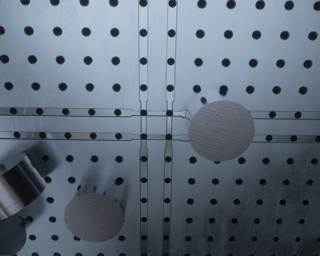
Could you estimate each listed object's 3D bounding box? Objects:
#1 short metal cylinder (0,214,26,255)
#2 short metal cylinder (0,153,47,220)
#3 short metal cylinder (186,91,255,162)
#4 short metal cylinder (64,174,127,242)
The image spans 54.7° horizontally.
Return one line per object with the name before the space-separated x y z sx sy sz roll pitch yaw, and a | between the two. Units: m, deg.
short metal cylinder | -0.241 0.158 0.440 0.050 0.080 0.080 -40 105 13
short metal cylinder | -0.201 0.076 0.410 0.080 0.080 0.050 -24 109 8
short metal cylinder | 0.075 -0.004 0.399 0.081 0.050 0.079 0 110 0
short metal cylinder | -0.089 0.113 0.441 0.081 0.050 0.079 0 110 0
